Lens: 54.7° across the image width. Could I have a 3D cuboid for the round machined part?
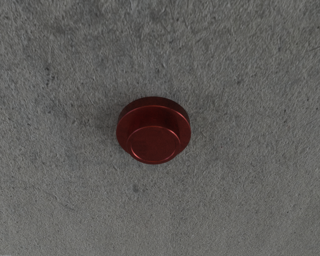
[{"bbox_3d":[-0.008,0.010,0.406,0.099,0.042,0.097,-1,130,0],"label":"round machined part"}]
